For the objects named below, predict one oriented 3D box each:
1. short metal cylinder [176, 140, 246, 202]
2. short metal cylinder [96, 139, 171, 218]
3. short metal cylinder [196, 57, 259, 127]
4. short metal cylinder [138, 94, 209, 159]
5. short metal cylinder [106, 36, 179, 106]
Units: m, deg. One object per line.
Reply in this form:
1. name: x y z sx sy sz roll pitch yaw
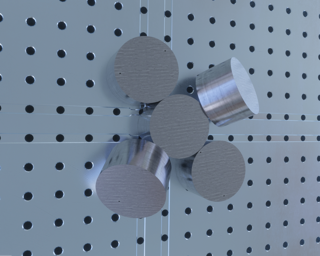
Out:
1. short metal cylinder: 0.069 0.056 0.426 0.081 0.050 0.079 0 90 -21
2. short metal cylinder: -0.029 0.060 0.367 0.080 0.050 0.079 4 121 7
3. short metal cylinder: 0.091 -0.047 0.412 0.080 0.050 0.080 36 42 -41
4. short metal cylinder: 0.017 -0.002 0.406 0.081 0.050 0.079 0 90 -21
5. short metal cylinder: -0.023 -0.070 0.391 0.081 0.050 0.079 0 90 -21
